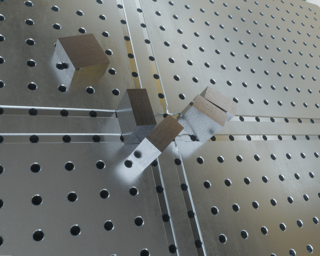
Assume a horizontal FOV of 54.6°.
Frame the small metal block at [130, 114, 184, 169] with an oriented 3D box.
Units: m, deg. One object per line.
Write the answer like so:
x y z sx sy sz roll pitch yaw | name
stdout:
-0.004 0.017 0.379 0.025 0.050 0.050 44 51 1 | small metal block

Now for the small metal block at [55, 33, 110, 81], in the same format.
-0.103 -0.095 0.410 0.050 0.025 0.050 -22 74 -36 | small metal block

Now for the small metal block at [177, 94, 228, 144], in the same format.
0.057 -0.012 0.429 0.050 0.050 0.025 34 52 -6 | small metal block

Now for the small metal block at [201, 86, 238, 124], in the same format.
0.075 -0.026 0.447 0.050 0.050 0.025 29 52 -10 | small metal block

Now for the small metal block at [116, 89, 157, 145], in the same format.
-0.031 -0.014 0.383 0.025 0.050 0.050 -5 64 -27 | small metal block
